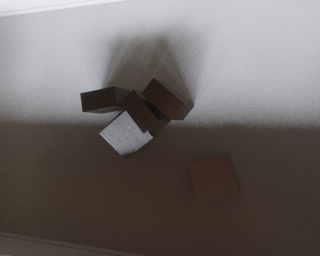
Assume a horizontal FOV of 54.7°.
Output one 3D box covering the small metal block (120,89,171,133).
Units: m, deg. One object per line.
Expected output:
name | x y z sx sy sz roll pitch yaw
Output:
small metal block | -0.018 -0.021 0.403 0.025 0.050 0.050 -42 77 15

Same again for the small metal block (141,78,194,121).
small metal block | 0.011 -0.035 0.393 0.050 0.050 0.025 41 103 15

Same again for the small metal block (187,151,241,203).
small metal block | 0.067 0.061 0.386 0.050 0.025 0.050 -19 84 18

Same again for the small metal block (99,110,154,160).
small metal block | -0.043 0.005 0.415 0.050 0.025 0.050 -39 103 16

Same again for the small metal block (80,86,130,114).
small metal block | -0.071 -0.037 0.421 0.050 0.050 0.025 -8 87 19
